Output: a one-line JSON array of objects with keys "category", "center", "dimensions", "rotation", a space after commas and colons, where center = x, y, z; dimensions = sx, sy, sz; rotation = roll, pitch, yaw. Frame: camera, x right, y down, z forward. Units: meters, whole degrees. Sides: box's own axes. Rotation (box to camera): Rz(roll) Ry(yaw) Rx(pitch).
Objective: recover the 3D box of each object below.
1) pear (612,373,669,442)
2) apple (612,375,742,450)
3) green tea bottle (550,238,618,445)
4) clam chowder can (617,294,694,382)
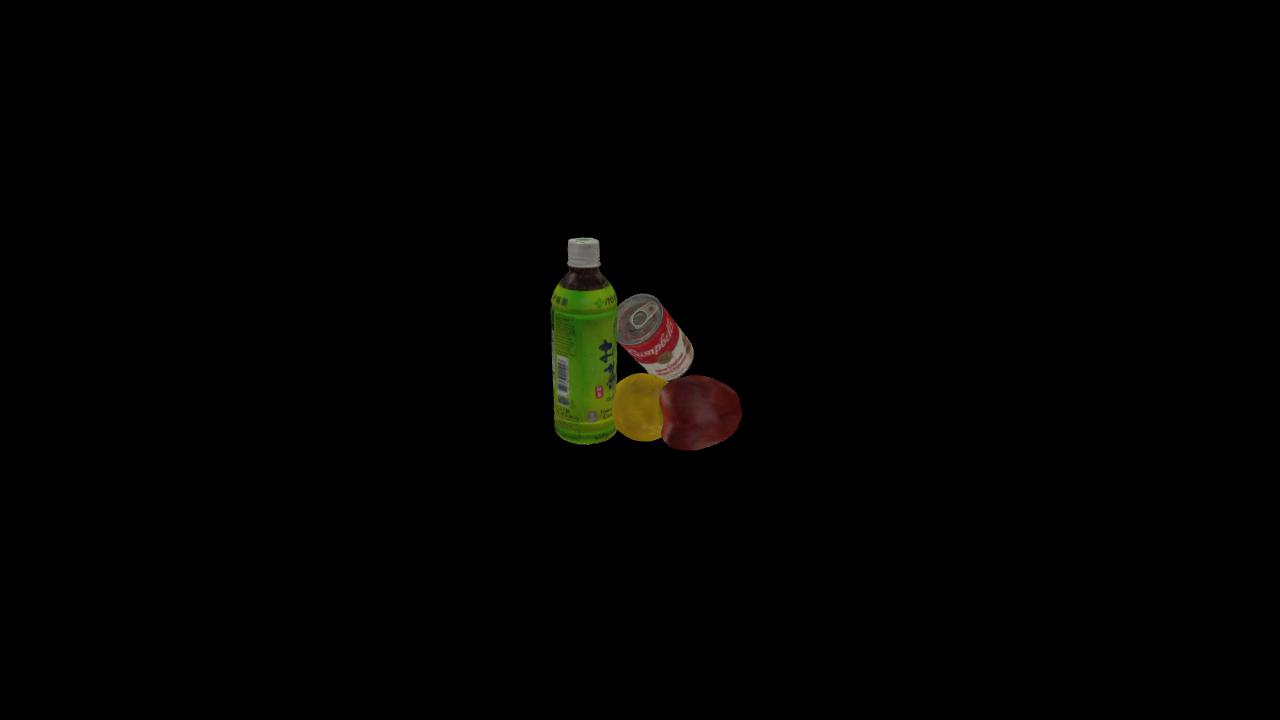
[{"category": "pear", "center": [-0.015, 0.052, 0.677], "dimensions": [0.111, 0.080, 0.080], "rotation": [-4, -2, 37]}, {"category": "apple", "center": [0.059, 0.054, 0.647], "dimensions": [0.093, 0.079, 0.079], "rotation": [-2, 0, -10]}, {"category": "green tea bottle", "center": [-0.057, -0.018, 0.634], "dimensions": [0.073, 0.212, 0.073], "rotation": [0, 24, 0]}, {"category": "clam chowder can", "center": [0.017, -0.024, 0.737], "dimensions": [0.068, 0.068, 0.102], "rotation": [0, -27, 28]}]
